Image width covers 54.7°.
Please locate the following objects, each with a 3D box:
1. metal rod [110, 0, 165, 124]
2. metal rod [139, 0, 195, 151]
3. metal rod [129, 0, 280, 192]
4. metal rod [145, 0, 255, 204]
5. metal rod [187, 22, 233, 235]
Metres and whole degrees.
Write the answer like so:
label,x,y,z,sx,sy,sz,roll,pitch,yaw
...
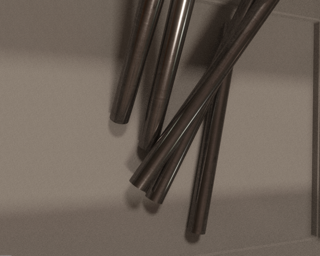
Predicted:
label,x,y,z,sx,sy,sz,roll,pitch,yaw
metal rod,-0.008,-0.132,0.318,0.025,0.025,0.298,7,124,-20
metal rod,0.017,-0.104,0.339,0.025,0.025,0.298,3,120,-20
metal rod,0.058,-0.050,0.392,0.025,0.025,0.299,36,88,-17
metal rod,0.058,-0.039,0.417,0.025,0.025,0.299,27,87,-19
metal rod,0.077,-0.002,0.440,0.025,0.025,0.298,12,86,-20
